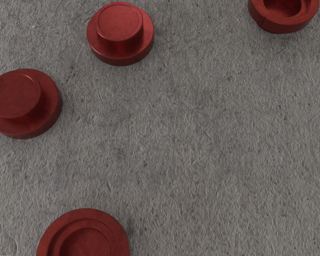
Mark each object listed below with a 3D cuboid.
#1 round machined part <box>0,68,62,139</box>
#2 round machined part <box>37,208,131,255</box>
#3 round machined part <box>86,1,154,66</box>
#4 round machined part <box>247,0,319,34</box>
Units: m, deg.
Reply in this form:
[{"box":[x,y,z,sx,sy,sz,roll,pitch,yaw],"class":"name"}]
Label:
[{"box":[-0.185,-0.037,0.411,0.099,0.042,0.098,0,70,0],"class":"round machined part"},{"box":[-0.082,0.142,0.347,0.099,0.042,0.098,0,70,0],"class":"round machined part"},{"box":[-0.058,-0.143,0.451,0.099,0.042,0.098,0,70,0],"class":"round machined part"},{"box":[0.181,-0.182,0.467,0.099,0.042,0.098,0,70,0],"class":"round machined part"}]
